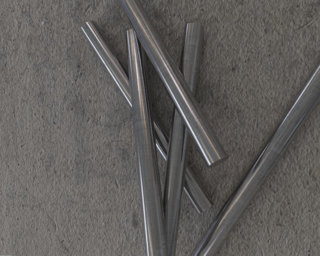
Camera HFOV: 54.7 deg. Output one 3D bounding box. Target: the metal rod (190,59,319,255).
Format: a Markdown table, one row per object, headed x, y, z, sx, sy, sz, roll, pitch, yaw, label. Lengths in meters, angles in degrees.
| x | y | z | sx | sy | sz | roll | pitch | yaw | label |
| --- | --- | --- | --- | --- | --- | --- | --- | --- | --- |
| 0.120 | 0.046 | 0.366 | 0.025 | 0.025 | 0.299 | 33 | 101 | 17 | metal rod |

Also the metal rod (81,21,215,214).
| x | y | z | sx | sy | sz | roll | pitch | yaw | label |
| --- | --- | --- | --- | --- | --- | --- | --- | --- | --- |
| -0.022 | -0.022 | 0.416 | 0.025 | 0.025 | 0.299 | -36 | 79 | 16 | metal rod |

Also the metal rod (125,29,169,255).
| x | y | z | sx | sy | sz | roll | pitch | yaw | label |
| --- | --- | --- | --- | --- | --- | --- | --- | --- | --- |
| -0.018 | 0.013 | 0.378 | 0.025 | 0.025 | 0.299 | -13 | 72 | 19 | metal rod |

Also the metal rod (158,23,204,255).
| x | y | z | sx | sy | sz | roll | pitch | yaw | label |
| --- | --- | --- | --- | --- | --- | --- | --- | --- | --- |
| 0.023 | 0.019 | 0.378 | 0.025 | 0.025 | 0.298 | 6 | 83 | 20 | metal rod |

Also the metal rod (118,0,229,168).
| x | y | z | sx | sy | sz | roll | pitch | yaw | label |
| --- | --- | --- | --- | --- | --- | --- | --- | --- | --- |
| -0.001 | -0.089 | 0.379 | 0.025 | 0.025 | 0.299 | -33 | 68 | 17 | metal rod |
